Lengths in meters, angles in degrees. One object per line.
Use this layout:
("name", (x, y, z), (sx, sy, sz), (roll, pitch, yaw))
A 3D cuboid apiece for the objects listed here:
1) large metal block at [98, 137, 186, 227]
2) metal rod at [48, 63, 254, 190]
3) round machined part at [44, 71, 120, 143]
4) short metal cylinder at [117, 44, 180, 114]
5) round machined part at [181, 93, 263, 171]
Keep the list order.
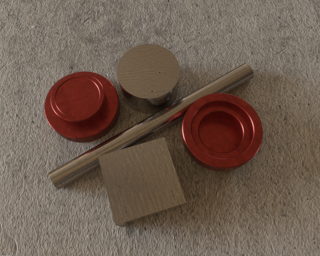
("large metal block", (-0.021, 0.066, 0.372), (0.081, 0.050, 0.080), (-16, 71, -6))
("metal rod", (-0.003, -0.008, 0.413), (0.301, 0.025, 0.025), (-30, 73, -11))
("round machined part", (-0.104, -0.033, 0.411), (0.099, 0.042, 0.098), (0, 70, 0))
("short metal cylinder", (-0.015, -0.065, 0.419), (0.081, 0.050, 0.080), (0, 70, 0))
("round machined part", (0.076, 0.008, 0.397), (0.099, 0.042, 0.098), (0, 70, 0))
